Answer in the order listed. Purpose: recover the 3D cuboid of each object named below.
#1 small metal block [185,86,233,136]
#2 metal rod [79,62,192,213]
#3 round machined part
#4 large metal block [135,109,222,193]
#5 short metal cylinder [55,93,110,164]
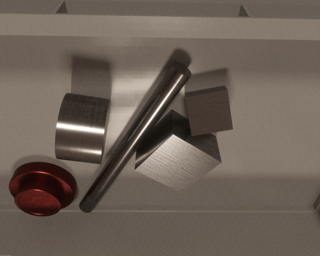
[{"bbox_3d":[0.060,-0.021,0.381,0.050,0.025,0.050,-10,109,7],"label":"small metal block"},{"bbox_3d":[-0.049,0.032,0.435,0.025,0.025,0.298,23,126,-19],"label":"metal rod"},{"bbox_3d":[-0.184,0.101,0.481,0.099,0.042,0.097,-1,130,0],"label":"round machined part"},{"bbox_3d":[0.023,0.034,0.422,0.080,0.050,0.080,30,124,-24],"label":"large metal block"},{"bbox_3d":[-0.091,0.001,0.372,0.050,0.080,0.079,8,130,-7],"label":"short metal cylinder"}]
